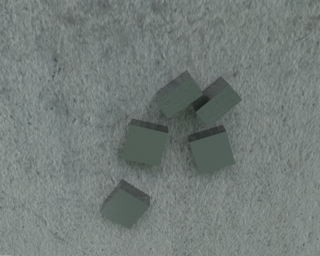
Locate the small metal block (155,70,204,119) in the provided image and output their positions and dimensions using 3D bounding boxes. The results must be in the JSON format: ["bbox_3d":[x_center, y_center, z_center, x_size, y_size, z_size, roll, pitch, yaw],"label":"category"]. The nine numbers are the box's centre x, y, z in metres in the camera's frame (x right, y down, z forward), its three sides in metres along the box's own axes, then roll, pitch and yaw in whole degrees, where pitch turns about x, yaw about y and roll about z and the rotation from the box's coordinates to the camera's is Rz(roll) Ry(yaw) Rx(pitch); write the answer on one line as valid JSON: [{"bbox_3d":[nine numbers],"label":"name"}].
[{"bbox_3d":[0.022,-0.043,0.381,0.050,0.050,0.025,-35,107,11],"label":"small metal block"}]

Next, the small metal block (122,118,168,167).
[{"bbox_3d":[-0.020,0.019,0.417,0.050,0.025,0.050,13,110,-5],"label":"small metal block"}]

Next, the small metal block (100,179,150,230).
[{"bbox_3d":[-0.050,0.111,0.450,0.050,0.025,0.050,35,106,-12],"label":"small metal block"}]

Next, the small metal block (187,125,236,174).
[{"bbox_3d":[0.070,0.029,0.422,0.050,0.025,0.050,-17,110,6],"label":"small metal block"}]

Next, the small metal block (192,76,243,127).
[{"bbox_3d":[0.069,-0.034,0.385,0.050,0.050,0.025,-40,106,13],"label":"small metal block"}]
